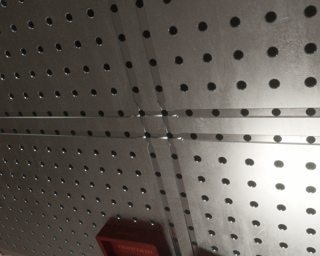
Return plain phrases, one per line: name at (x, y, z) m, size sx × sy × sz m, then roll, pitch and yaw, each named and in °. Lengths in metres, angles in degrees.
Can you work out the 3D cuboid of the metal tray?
metal tray at (-0.047, 0.228, 0.571) m, size 0.130 × 0.030 × 0.089 m, roll -3°, pitch 117°, yaw 29°
